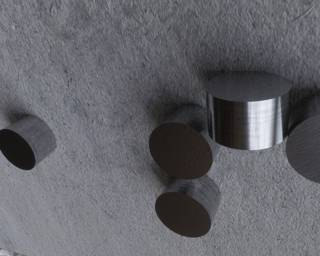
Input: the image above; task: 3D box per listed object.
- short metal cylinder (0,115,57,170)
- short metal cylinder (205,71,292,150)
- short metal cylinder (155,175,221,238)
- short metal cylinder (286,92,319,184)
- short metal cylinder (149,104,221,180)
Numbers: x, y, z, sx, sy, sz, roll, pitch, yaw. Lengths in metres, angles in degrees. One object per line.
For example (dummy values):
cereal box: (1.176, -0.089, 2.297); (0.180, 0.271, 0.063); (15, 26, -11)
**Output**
short metal cylinder: (-0.225, 0.024, 0.525); (0.080, 0.050, 0.079); (13, 124, 21)
short metal cylinder: (0.088, -0.020, 0.312); (0.080, 0.080, 0.050); (6, 121, 25)
short metal cylinder: (0.040, 0.106, 0.435); (0.080, 0.050, 0.079); (13, 124, 21)
short metal cylinder: (0.169, 0.009, 0.305); (0.080, 0.050, 0.079); (12, 124, 18)
short metal cylinder: (0.033, 0.017, 0.383); (0.080, 0.050, 0.079); (13, 124, 21)
